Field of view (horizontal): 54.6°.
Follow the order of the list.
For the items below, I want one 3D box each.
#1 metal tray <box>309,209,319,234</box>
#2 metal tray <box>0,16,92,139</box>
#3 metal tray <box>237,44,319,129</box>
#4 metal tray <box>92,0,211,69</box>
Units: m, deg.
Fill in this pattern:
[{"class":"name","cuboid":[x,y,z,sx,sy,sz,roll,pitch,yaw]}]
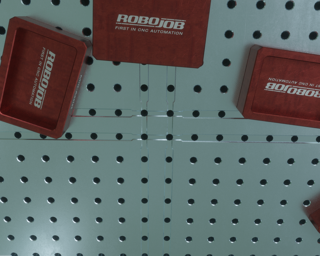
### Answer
[{"class":"metal tray","cuboid":[0.305,0.158,0.471,0.090,0.030,0.130,-42,105,14]},{"class":"metal tray","cuboid":[-0.148,-0.060,0.387,0.090,0.030,0.129,19,109,-7]},{"class":"metal tray","cuboid":[0.173,-0.050,0.393,0.131,0.030,0.089,7,110,-3]},{"class":"metal tray","cuboid":[-0.011,-0.122,0.366,0.131,0.030,0.089,4,110,-2]}]
